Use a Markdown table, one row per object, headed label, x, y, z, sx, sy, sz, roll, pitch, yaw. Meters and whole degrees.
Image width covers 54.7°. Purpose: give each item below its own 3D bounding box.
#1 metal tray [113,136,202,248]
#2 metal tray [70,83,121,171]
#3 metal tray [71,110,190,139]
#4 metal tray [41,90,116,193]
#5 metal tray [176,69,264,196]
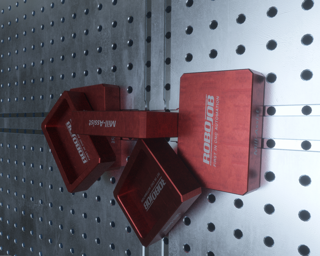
| label | x | y | z | sx | sy | sz | roll | pitch | yaw |
| --- | --- | --- | --- | --- | --- | --- | --- | --- | --- |
| metal tray | -0.010 | 0.080 | 0.388 | 0.090 | 0.030 | 0.129 | 53 | 138 | 26 |
| metal tray | -0.104 | 0.000 | 0.490 | 0.090 | 0.030 | 0.129 | -1 | 90 | 40 |
| metal tray | -0.039 | -0.006 | 0.396 | 0.130 | 0.091 | 0.030 | 2 | 92 | 39 |
| metal tray | -0.127 | 0.019 | 0.466 | 0.090 | 0.030 | 0.130 | -45 | 64 | 30 |
| metal tray | 0.065 | 0.002 | 0.350 | 0.090 | 0.030 | 0.129 | 4 | 92 | 39 |
